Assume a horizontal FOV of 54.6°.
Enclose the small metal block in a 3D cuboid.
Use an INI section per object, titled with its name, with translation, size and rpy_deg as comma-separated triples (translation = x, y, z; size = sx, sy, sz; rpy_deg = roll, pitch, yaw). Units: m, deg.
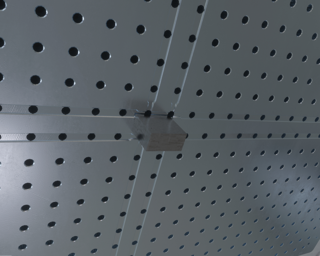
[small metal block]
translation = -0.002, 0.006, 0.397
size = 0.050, 0.050, 0.025
rpy_deg = 2, 117, -29
